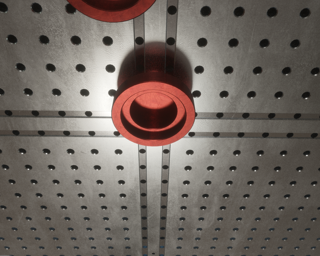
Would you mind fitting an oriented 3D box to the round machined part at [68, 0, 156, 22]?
[{"bbox_3d":[-0.043,-0.149,0.273,0.099,0.042,0.097,-1,130,0],"label":"round machined part"}]

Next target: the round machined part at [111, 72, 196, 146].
[{"bbox_3d":[-0.008,-0.027,0.378,0.099,0.042,0.097,-1,130,0],"label":"round machined part"}]
